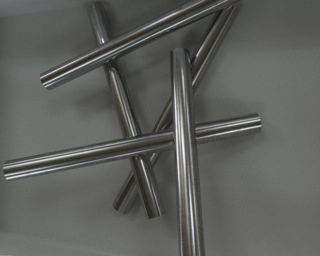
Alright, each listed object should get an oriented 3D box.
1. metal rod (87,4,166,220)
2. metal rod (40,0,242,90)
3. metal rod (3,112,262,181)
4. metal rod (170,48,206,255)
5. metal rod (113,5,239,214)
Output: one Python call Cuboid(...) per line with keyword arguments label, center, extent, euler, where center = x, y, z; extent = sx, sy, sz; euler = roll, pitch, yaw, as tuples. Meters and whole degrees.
Cuboid(label="metal rod", center=(-0.048, -0.031, 0.409), extent=(0.025, 0.025, 0.299), euler=(-22, 76, 18))
Cuboid(label="metal rod", center=(-0.019, -0.116, 0.383), extent=(0.301, 0.025, 0.025), euler=(-21, 83, 14))
Cuboid(label="metal rod", center=(-0.031, 0.022, 0.369), extent=(0.302, 0.025, 0.025), euler=(-11, 86, -1))
Cuboid(label="metal rod", center=(0.029, 0.046, 0.327), extent=(0.025, 0.025, 0.299), euler=(-10, 66, 20))
Cuboid(label="metal rod", center=(0.016, -0.019, 0.404), extent=(0.025, 0.025, 0.299), euler=(31, 100, 17))
